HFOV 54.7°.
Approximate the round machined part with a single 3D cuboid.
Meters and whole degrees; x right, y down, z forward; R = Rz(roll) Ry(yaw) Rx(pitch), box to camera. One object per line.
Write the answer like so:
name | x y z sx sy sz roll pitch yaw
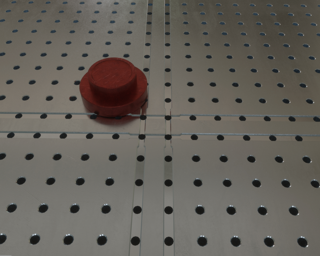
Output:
round machined part | -0.068 -0.066 0.451 0.099 0.042 0.098 0 50 0
